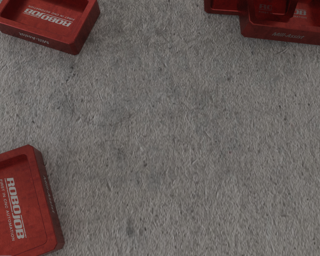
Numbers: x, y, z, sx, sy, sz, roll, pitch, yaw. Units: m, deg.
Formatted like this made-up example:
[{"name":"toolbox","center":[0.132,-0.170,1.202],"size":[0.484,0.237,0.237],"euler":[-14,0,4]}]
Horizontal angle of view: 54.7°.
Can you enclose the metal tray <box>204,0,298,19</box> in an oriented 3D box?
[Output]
[{"name":"metal tray","center":[0.129,-0.200,0.436],"size":[0.131,0.090,0.030],"euler":[9,70,13]}]

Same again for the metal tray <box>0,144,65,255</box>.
[{"name":"metal tray","center":[-0.177,0.095,0.369],"size":[0.091,0.030,0.130],"euler":[-20,71,-7]}]

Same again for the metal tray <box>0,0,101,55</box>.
[{"name":"metal tray","center":[-0.168,-0.171,0.466],"size":[0.131,0.030,0.090],"euler":[18,71,6]}]

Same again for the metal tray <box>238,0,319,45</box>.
[{"name":"metal tray","center":[0.184,-0.174,0.458],"size":[0.131,0.030,0.090],"euler":[3,70,-10]}]
